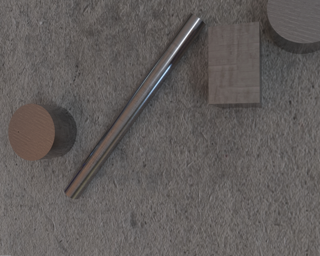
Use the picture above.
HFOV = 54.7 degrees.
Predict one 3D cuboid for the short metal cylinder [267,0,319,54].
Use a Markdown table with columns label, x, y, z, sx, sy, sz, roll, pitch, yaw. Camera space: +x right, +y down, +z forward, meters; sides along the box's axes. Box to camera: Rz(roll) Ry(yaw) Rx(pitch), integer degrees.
| label | x | y | z | sx | sy | sz | roll | pitch | yaw |
| --- | --- | --- | --- | --- | --- | --- | --- | --- | --- |
| short metal cylinder | 0.160 | -0.126 | 0.339 | 0.080 | 0.050 | 0.079 | 0 | 90 | 19 |

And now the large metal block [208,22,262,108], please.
| label | x | y | z | sx | sy | sz | roll | pitch | yaw |
| --- | --- | --- | --- | --- | --- | --- | --- | --- | --- |
| large metal block | 0.087 | -0.065 | 0.349 | 0.050 | 0.080 | 0.079 | 0 | 90 | 20 |

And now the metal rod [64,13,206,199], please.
| label | x | y | z | sx | sy | sz | roll | pitch | yaw |
| --- | --- | --- | --- | --- | --- | --- | --- | --- | --- |
| metal rod | -0.040 | -0.021 | 0.422 | 0.025 | 0.025 | 0.299 | 40 | 102 | 15 |

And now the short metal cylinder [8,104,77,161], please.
| label | x | y | z | sx | sy | sz | roll | pitch | yaw |
| --- | --- | --- | --- | --- | --- | --- | --- | --- | --- |
| short metal cylinder | -0.171 | 0.006 | 0.454 | 0.080 | 0.050 | 0.079 | 0 | 90 | 19 |
